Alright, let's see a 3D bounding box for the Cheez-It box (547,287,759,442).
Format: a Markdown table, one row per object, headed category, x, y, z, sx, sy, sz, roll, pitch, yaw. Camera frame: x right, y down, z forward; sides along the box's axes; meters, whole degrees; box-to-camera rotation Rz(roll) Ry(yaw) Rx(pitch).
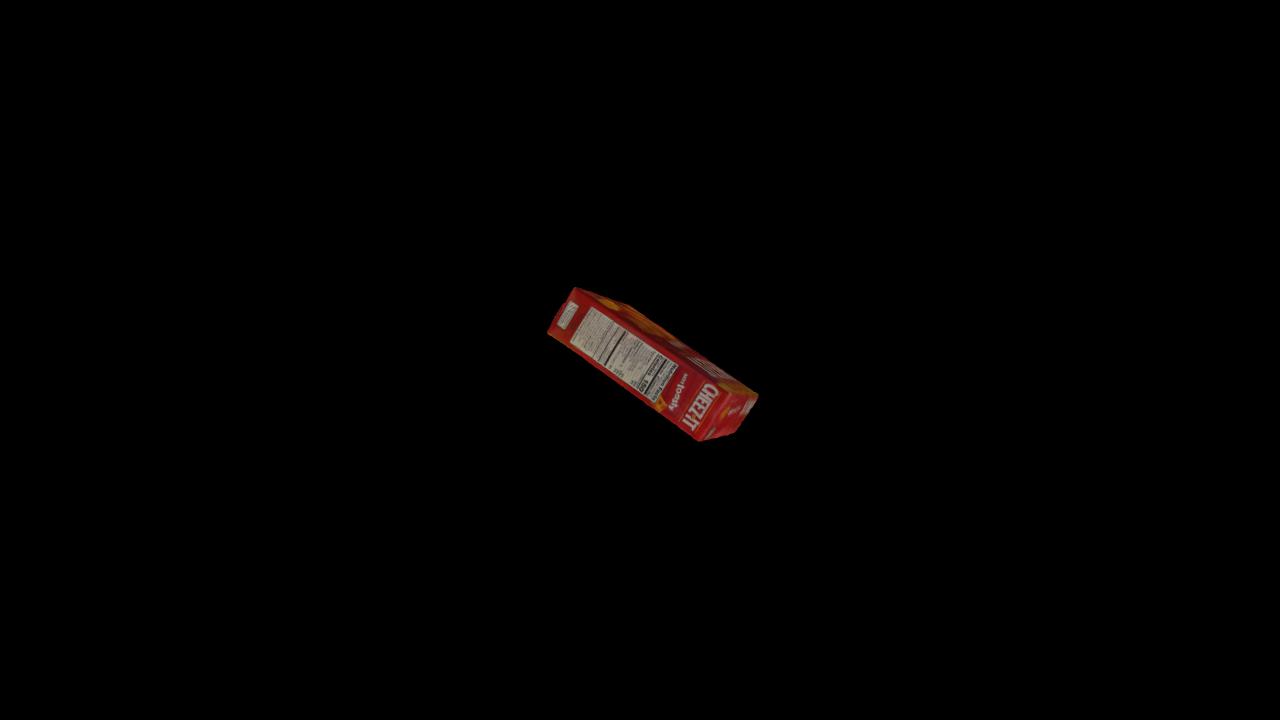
| category | x | y | z | sx | sy | sz | roll | pitch | yaw |
| --- | --- | --- | --- | --- | --- | --- | --- | --- | --- |
| Cheez-It box | 0.022 | 0.005 | 0.736 | 0.223 | 0.071 | 0.166 | 36 | 10 | 20 |
